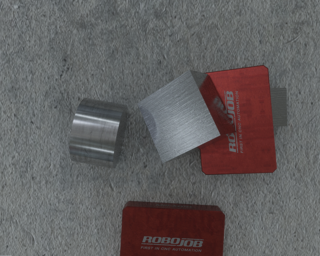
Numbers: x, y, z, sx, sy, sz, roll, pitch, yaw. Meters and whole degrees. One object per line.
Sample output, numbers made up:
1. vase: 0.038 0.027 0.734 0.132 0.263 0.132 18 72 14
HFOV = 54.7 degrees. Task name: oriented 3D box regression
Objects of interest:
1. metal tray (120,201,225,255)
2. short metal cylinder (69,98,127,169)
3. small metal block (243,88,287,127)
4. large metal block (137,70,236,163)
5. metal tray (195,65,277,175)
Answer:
1. metal tray: 0.016 0.147 0.408 0.131 0.030 0.089 3 90 0
2. short metal cylinder: -0.073 0.006 0.382 0.050 0.080 0.080 10 90 0
3. small metal block: 0.138 -0.027 0.411 0.050 0.025 0.050 -1 90 0
4. large metal block: 0.031 -0.013 0.374 0.080 0.050 0.080 -30 77 30
5. metal tray: 0.095 -0.008 0.395 0.090 0.030 0.129 -5 90 18
